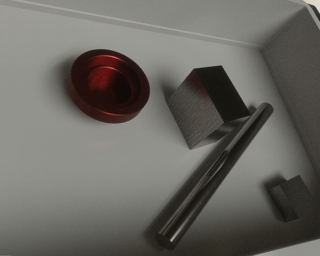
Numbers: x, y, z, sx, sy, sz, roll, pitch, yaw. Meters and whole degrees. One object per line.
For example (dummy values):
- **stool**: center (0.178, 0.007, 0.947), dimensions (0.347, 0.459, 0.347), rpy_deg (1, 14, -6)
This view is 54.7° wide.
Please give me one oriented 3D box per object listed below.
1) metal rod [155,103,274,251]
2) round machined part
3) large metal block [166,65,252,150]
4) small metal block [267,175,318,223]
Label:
- **metal rod**: center (0.092, 0.045, 0.429), dimensions (0.025, 0.025, 0.302), rpy_deg (46, 51, 3)
- **round machined part**: center (-0.066, -0.048, 0.389), dimensions (0.099, 0.042, 0.098), rpy_deg (14, 56, -21)
- **large metal block**: center (0.063, -0.027, 0.422), dimensions (0.050, 0.080, 0.080), rpy_deg (-14, 69, -34)
- **small metal block**: center (0.193, 0.102, 0.450), dimensions (0.050, 0.025, 0.050), rpy_deg (-14, 69, -34)
